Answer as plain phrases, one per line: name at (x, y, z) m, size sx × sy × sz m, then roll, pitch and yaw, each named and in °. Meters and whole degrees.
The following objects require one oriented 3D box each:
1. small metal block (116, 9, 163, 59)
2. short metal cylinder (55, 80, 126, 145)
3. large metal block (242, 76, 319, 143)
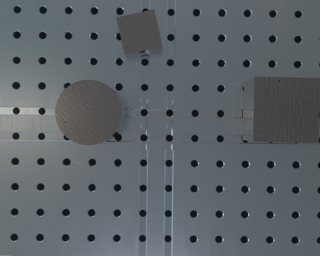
small metal block at (-0.027, -0.124, 0.413) m, size 0.050 × 0.025 × 0.050 m, roll -13°, pitch 90°, yaw 0°
short metal cylinder at (-0.087, -0.019, 0.400) m, size 0.081 × 0.050 × 0.079 m, roll 0°, pitch 90°, yaw 0°
large metal block at (0.155, -0.022, 0.402) m, size 0.081 × 0.050 × 0.079 m, roll 1°, pitch 90°, yaw 0°
